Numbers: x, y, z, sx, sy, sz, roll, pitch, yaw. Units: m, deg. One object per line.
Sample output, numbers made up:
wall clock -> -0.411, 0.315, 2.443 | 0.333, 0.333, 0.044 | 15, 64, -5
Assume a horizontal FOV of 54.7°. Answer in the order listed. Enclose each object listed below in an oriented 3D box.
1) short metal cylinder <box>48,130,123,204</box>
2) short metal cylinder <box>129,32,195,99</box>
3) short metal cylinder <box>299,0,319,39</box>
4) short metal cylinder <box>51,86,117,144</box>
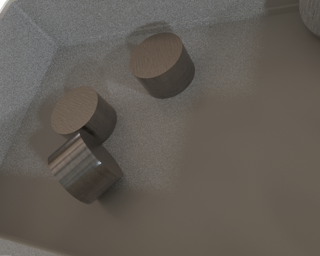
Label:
short metal cylinder -> -0.092, 0.048, 0.390 | 0.050, 0.080, 0.080 | -41, 51, 0
short metal cylinder -> 0.004, -0.089, 0.442 | 0.080, 0.050, 0.080 | -13, 56, 21
short metal cylinder -> 0.200, -0.138, 0.344 | 0.080, 0.050, 0.079 | 5, 102, 26
short metal cylinder -> -0.112, -0.015, 0.458 | 0.080, 0.050, 0.080 | -13, 56, 21
